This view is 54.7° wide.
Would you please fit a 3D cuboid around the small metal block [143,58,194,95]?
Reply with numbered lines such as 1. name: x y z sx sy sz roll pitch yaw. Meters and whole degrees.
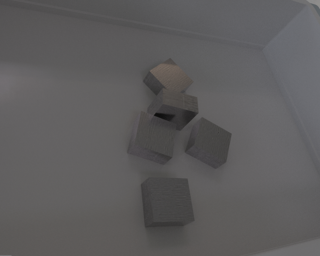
1. small metal block: 0.012 -0.068 0.454 0.050 0.025 0.050 46 51 4

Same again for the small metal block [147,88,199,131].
1. small metal block: 0.016 -0.023 0.412 0.050 0.050 0.025 13 57 -22

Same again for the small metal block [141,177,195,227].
1. small metal block: 0.008 0.086 0.358 0.050 0.025 0.050 6 59 -25

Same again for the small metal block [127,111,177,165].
1. small metal block: -0.009 0.013 0.393 0.050 0.025 0.050 20 54 -16

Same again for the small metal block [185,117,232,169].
1. small metal block: 0.068 0.021 0.429 0.050 0.025 0.050 29 52 -10
